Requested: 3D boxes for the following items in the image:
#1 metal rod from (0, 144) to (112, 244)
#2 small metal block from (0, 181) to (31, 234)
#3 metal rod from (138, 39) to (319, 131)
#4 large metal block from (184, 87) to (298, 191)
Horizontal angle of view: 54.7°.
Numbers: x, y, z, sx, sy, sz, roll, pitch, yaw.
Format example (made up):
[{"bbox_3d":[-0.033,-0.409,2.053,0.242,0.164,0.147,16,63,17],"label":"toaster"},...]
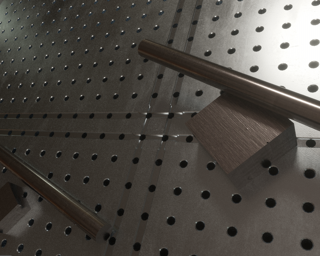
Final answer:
[{"bbox_3d":[-0.179,0.079,0.451,0.300,0.025,0.025,22,74,35],"label":"metal rod"},{"bbox_3d":[-0.224,0.116,0.452,0.050,0.025,0.050,-45,51,-4],"label":"small metal block"},{"bbox_3d":[0.082,-0.047,0.328,0.300,0.025,0.025,31,79,37],"label":"metal rod"},{"bbox_3d":[0.088,0.007,0.341,0.080,0.050,0.080,-38,51,2],"label":"large metal block"}]
